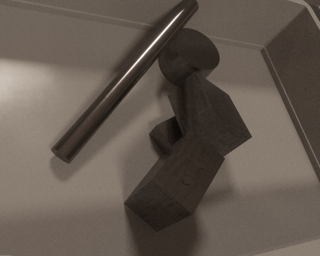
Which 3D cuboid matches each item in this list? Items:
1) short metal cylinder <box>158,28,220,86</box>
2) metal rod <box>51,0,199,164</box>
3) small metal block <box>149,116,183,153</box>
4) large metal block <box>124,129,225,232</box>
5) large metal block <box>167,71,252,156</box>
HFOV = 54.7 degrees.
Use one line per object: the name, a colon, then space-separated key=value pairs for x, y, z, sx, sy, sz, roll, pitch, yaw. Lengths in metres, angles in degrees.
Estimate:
short metal cylinder: x=0.045 y=-0.107 z=0.481 sx=0.081 sy=0.050 sz=0.080 roll=14 pitch=56 yaw=-21
metal rod: x=-0.029 y=-0.078 z=0.401 sx=0.025 sy=0.025 sz=0.301 roll=37 pitch=62 yaw=-4
small metal block: x=0.023 y=0.013 z=0.412 sx=0.050 sy=0.025 sz=0.050 roll=-27 pitch=77 yaw=-37
large metal block: x=0.015 y=0.059 z=0.344 sx=0.050 sy=0.080 sz=0.080 roll=41 pitch=51 yaw=-1
large metal block: x=0.065 y=-0.016 z=0.409 sx=0.080 sy=0.050 sz=0.080 roll=25 pitch=35 yaw=-41
